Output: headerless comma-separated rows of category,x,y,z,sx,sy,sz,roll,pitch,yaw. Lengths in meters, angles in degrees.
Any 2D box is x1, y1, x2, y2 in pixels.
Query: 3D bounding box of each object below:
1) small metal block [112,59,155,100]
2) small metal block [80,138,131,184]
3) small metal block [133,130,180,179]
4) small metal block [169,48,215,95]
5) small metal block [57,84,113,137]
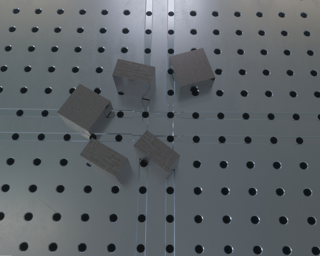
small metal block,-0.033,-0.065,0.422,0.050,0.050,0.025,13,71,5
small metal block,-0.065,0.042,0.383,0.050,0.050,0.025,29,73,10
small metal block,-0.004,0.035,0.386,0.050,0.050,0.025,37,74,12
small metal block,0.045,-0.081,0.442,0.050,0.025,0.050,-16,71,-6
small metal block,-0.100,-0.024,0.420,0.050,0.025,0.050,30,73,10
